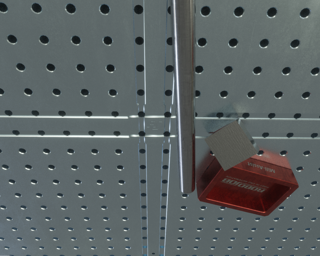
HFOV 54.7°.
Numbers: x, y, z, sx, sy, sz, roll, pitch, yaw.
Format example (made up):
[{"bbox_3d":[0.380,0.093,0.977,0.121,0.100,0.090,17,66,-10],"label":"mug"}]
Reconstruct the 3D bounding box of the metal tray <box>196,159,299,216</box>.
[{"bbox_3d":[0.135,0.091,0.487,0.131,0.030,0.089,16,128,-14],"label":"metal tray"}]

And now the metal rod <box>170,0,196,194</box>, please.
[{"bbox_3d":[0.033,-0.019,0.396,0.025,0.025,0.298,-3,130,2],"label":"metal rod"}]

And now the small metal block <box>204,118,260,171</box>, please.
[{"bbox_3d":[0.096,0.022,0.414,0.050,0.025,0.050,-34,85,23],"label":"small metal block"}]
